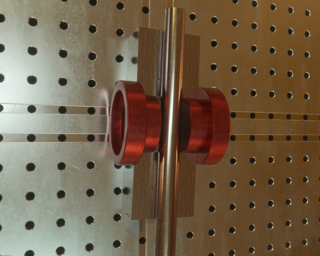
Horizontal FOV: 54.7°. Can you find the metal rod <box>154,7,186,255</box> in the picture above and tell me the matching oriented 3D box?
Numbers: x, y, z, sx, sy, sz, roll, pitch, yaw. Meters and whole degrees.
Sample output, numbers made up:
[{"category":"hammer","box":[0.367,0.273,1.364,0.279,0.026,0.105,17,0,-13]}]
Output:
[{"category":"metal rod","box":[0.011,0.011,0.363,0.025,0.025,0.298,3,89,-20]}]

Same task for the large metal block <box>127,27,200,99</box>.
[{"category":"large metal block","box":[0.003,-0.078,0.400,0.081,0.050,0.080,2,89,-20]}]

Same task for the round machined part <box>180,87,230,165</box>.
[{"category":"round machined part","box":[0.047,-0.002,0.391,0.042,0.098,0.097,2,90,-15]}]

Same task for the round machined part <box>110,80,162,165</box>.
[{"category":"round machined part","box":[-0.029,-0.005,0.362,0.042,0.098,0.097,2,90,-20]}]

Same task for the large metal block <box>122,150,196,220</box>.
[{"category":"large metal block","box":[-0.002,0.069,0.398,0.081,0.050,0.080,3,89,-20]}]
